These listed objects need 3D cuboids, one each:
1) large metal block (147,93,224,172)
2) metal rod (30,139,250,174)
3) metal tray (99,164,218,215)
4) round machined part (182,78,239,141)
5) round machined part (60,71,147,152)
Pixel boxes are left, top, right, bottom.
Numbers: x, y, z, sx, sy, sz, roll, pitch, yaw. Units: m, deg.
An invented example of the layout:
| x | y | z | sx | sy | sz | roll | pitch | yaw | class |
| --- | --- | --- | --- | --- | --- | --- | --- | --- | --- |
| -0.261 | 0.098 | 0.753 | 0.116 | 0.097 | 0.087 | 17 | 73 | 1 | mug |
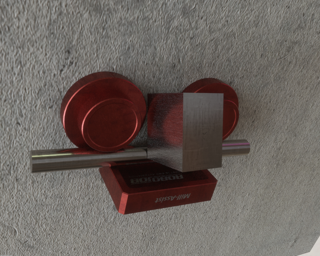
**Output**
| x | y | z | sx | sy | sz | roll | pitch | yaw | class |
| --- | --- | --- | --- | --- | --- | --- | --- | --- | --- |
| 0.026 | 0.000 | 0.354 | 0.050 | 0.080 | 0.079 | -2 | 96 | -28 | large metal block |
| -0.004 | 0.033 | 0.401 | 0.303 | 0.025 | 0.025 | -1 | 119 | -28 | metal rod |
| -0.003 | 0.062 | 0.404 | 0.131 | 0.090 | 0.030 | -1 | 119 | -28 | metal tray |
| 0.069 | -0.016 | 0.426 | 0.099 | 0.042 | 0.097 | -14 | 125 | -21 | round machined part |
| -0.060 | -0.012 | 0.356 | 0.099 | 0.042 | 0.097 | -14 | 125 | -21 | round machined part |
